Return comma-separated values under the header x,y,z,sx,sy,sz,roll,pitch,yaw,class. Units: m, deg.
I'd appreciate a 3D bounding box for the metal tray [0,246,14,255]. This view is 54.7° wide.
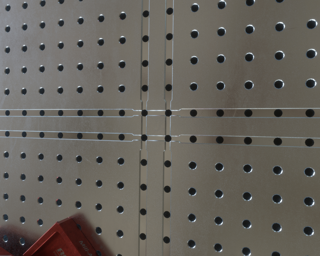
x,y,z,sx,sy,sz,roll,pitch,yaw,class
-0.256,0.233,0.480,0.130,0.030,0.089,17,107,26,metal tray

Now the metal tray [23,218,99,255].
x,y,z,sx,sy,sz,roll,pitch,yaw,class
-0.132,0.211,0.454,0.090,0.030,0.130,-44,77,14,metal tray
